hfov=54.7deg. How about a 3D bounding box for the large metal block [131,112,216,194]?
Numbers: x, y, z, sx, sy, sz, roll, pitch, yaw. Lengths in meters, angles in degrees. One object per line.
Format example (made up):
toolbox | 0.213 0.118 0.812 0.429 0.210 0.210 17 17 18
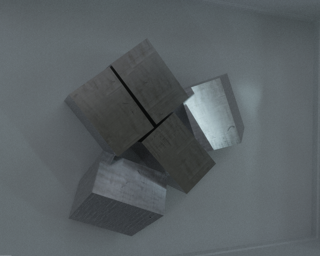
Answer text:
large metal block | 0.009 0.028 0.384 0.050 0.080 0.080 -44 104 -15

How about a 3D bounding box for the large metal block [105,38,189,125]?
large metal block | -0.023 -0.051 0.372 0.050 0.080 0.080 -41 103 -16

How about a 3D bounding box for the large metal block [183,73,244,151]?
large metal block | 0.071 -0.022 0.400 0.050 0.080 0.080 -17 98 21

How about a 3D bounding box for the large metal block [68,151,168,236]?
large metal block | -0.048 0.079 0.356 0.080 0.080 0.050 23 48 -19

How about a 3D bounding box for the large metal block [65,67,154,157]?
large metal block | -0.062 -0.017 0.358 0.050 0.080 0.080 -39 103 -16
